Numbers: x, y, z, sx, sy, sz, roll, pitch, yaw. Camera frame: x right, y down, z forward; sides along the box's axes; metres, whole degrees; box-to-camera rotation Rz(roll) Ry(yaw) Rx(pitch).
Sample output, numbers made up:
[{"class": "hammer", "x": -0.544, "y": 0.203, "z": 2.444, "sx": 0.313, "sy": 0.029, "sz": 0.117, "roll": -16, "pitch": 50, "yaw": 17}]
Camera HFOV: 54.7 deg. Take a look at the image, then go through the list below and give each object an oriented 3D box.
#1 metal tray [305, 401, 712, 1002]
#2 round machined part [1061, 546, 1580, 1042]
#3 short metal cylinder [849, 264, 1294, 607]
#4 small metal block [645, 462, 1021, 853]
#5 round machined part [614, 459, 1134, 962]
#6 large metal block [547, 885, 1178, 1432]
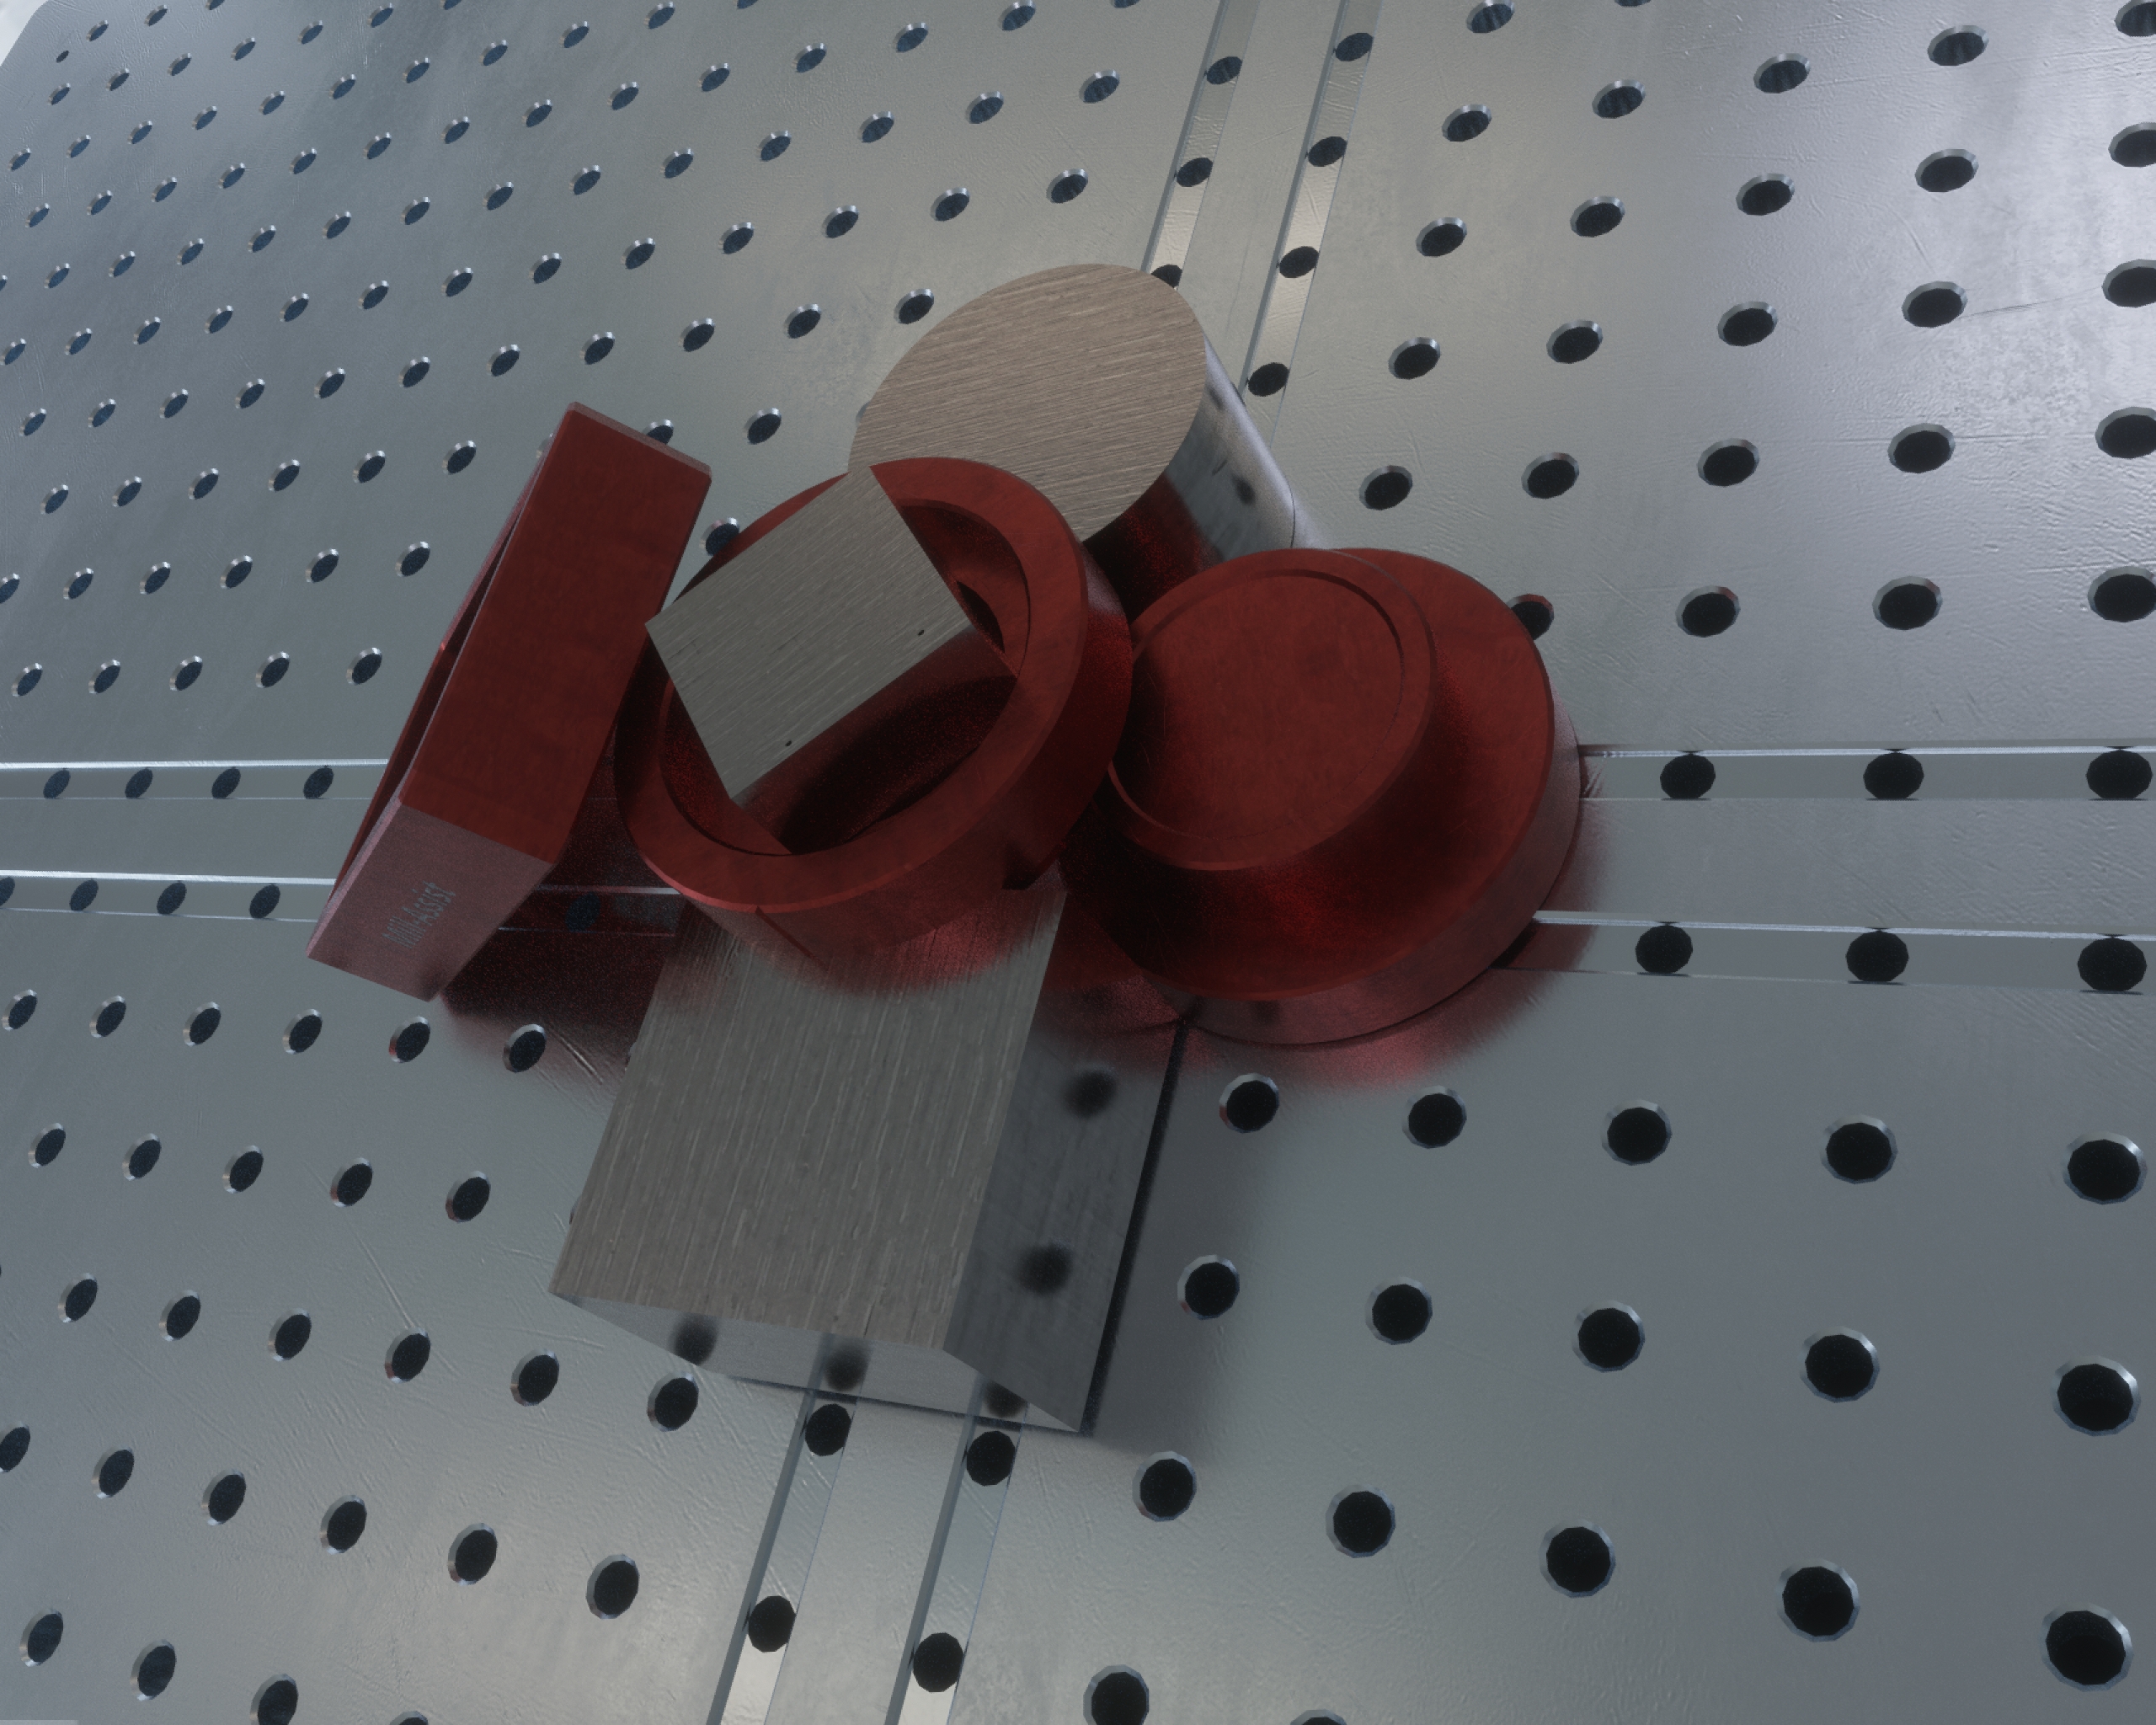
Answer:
[{"class": "metal tray", "x": -0.123, "y": -0.029, "z": 0.441, "sx": 0.129, "sy": 0.030, "sz": 0.090, "roll": -31, "pitch": 39, "yaw": 58}, {"class": "round machined part", "x": 0.039, "y": -0.019, "z": 0.387, "sx": 0.098, "sy": 0.042, "sz": 0.098, "roll": -13, "pitch": 56, "yaw": 21}, {"class": "short metal cylinder", "x": -0.001, "y": -0.078, "z": 0.440, "sx": 0.080, "sy": 0.050, "sz": 0.080, "roll": -13, "pitch": 56, "yaw": 21}, {"class": "small metal block", "x": -0.043, "y": -0.036, "z": 0.374, "sx": 0.050, "sy": 0.025, "sz": 0.050, "roll": -36, "pitch": 51, "yaw": 4}, {"class": "round machined part", "x": -0.034, "y": -0.025, "z": 0.393, "sx": 0.098, "sy": 0.042, "sz": 0.098, "roll": -13, "pitch": 56, "yaw": 21}, {"class": "large metal block", "x": -0.036, "y": 0.051, "z": 0.376, "sx": 0.080, "sy": 0.050, "sz": 0.080, "roll": 1, "pitch": 62, "yaw": 28}]
